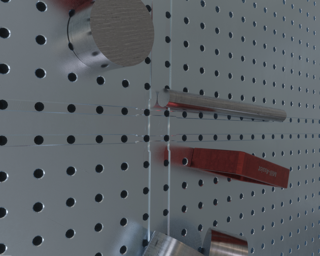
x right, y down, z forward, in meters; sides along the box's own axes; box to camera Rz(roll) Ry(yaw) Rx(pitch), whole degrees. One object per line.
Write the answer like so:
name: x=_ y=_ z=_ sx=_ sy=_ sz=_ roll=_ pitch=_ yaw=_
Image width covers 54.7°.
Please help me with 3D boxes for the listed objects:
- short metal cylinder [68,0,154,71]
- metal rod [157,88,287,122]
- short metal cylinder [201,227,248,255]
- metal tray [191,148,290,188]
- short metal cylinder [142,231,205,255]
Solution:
short metal cylinder: x=-0.053 y=-0.106 z=0.346 sx=0.081 sy=0.050 sz=0.079 roll=-3 pitch=94 yaw=-40
metal rod: x=0.120 y=-0.032 z=0.509 sx=0.302 sy=0.025 sz=0.025 roll=4 pitch=88 yaw=-40
short metal cylinder: x=0.087 y=0.188 z=0.439 sx=0.050 sy=0.080 sz=0.080 roll=14 pitch=78 yaw=4
metal tray: x=0.122 y=0.061 z=0.469 sx=0.131 sy=0.090 sz=0.030 roll=20 pitch=78 yaw=-38
short metal cylinder: x=0.017 y=0.172 z=0.388 sx=0.080 sy=0.080 sz=0.050 roll=44 pitch=64 yaw=-31
